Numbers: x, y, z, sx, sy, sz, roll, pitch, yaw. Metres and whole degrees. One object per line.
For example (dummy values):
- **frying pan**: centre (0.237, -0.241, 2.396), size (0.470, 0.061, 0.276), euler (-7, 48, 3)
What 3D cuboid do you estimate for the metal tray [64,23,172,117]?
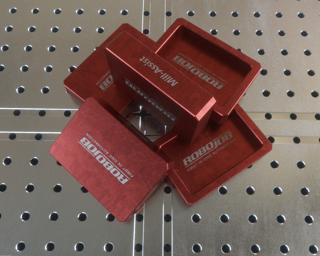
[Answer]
- **metal tray**: centre (-0.056, -0.076, 0.435), size (0.090, 0.030, 0.130), euler (37, 74, 12)

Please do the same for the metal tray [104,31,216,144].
- **metal tray**: centre (-0.002, -0.043, 0.360), size (0.130, 0.090, 0.030), euler (39, 75, 12)

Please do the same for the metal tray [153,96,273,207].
- **metal tray**: centre (0.064, 0.028, 0.398), size (0.131, 0.030, 0.090), euler (-32, 73, -11)

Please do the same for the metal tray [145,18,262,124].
- **metal tray**: centre (0.052, -0.077, 0.405), size (0.130, 0.030, 0.090), euler (34, 73, 11)

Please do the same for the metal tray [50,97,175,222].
- **metal tray**: centre (-0.060, 0.036, 0.375), size (0.130, 0.030, 0.090), euler (41, 100, 13)
